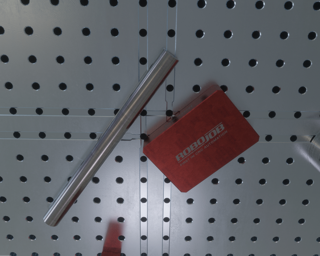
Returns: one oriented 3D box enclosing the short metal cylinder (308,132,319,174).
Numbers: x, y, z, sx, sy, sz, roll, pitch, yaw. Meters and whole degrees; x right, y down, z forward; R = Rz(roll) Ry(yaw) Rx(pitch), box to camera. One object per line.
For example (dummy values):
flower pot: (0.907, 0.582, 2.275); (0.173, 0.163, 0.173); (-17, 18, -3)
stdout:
short metal cylinder: (0.252, 0.040, 0.417); (0.081, 0.050, 0.079); (0, 110, 0)

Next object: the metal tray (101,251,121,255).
metal tray: (-0.086, 0.272, 0.478); (0.030, 0.090, 0.129); (8, 110, -3)

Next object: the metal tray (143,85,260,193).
metal tray: (0.053, 0.017, 0.417); (0.130, 0.030, 0.090); (-38, 106, 13)

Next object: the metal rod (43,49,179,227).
metal rod: (-0.074, 0.024, 0.421); (0.025, 0.025, 0.299); (34, 106, -12)
